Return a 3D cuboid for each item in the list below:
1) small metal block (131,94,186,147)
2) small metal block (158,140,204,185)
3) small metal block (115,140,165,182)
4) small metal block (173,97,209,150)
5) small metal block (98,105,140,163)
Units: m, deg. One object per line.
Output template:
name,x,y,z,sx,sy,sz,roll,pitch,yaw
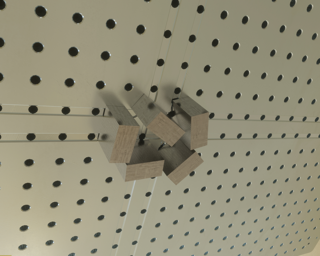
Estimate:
small metal block,-0.002,-0.010,0.387,0.025,0.050,0.050,-47,130,6
small metal block,0.024,0.043,0.433,0.050,0.050,0.025,-41,128,-1
small metal block,-0.029,0.041,0.404,0.050,0.050,0.025,-5,121,-26
small metal block,0.040,-0.007,0.411,0.025,0.050,0.050,-15,124,-20
small metal block,-0.051,0.007,0.371,0.025,0.050,0.050,4,117,-30
